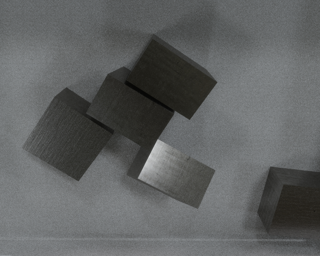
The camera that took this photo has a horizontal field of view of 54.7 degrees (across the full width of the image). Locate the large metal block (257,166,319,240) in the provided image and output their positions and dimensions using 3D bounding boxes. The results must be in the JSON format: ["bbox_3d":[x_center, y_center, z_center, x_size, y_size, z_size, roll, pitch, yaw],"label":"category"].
[{"bbox_3d":[0.194,0.106,0.440,0.081,0.050,0.079,7,110,-3],"label":"large metal block"}]

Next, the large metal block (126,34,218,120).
[{"bbox_3d":[0.012,-0.062,0.359,0.080,0.080,0.050,31,107,-11],"label":"large metal block"}]

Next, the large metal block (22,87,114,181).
[{"bbox_3d":[-0.113,0.008,0.399,0.080,0.050,0.080,34,106,-12],"label":"large metal block"}]

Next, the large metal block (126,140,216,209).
[{"bbox_3d":[0.010,0.057,0.396,0.080,0.080,0.050,29,78,-11],"label":"large metal block"}]

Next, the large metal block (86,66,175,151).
[{"bbox_3d":[-0.029,-0.027,0.367,0.080,0.080,0.050,31,107,-4],"label":"large metal block"}]
